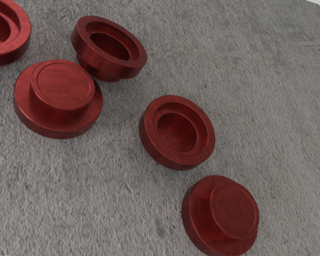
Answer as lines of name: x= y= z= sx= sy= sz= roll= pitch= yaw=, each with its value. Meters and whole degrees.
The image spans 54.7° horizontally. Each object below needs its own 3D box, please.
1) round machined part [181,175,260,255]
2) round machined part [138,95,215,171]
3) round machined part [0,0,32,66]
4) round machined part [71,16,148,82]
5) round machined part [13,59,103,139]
round machined part: x=0.079 y=0.102 z=0.373 sx=0.099 sy=0.042 sz=0.098 roll=14 pitch=56 yaw=-21
round machined part: x=0.018 y=0.009 z=0.397 sx=0.099 sy=0.042 sz=0.098 roll=14 pitch=56 yaw=-21
round machined part: x=-0.201 y=-0.107 z=0.350 sx=0.099 sy=0.042 sz=0.098 roll=14 pitch=56 yaw=-21
round machined part: x=-0.069 y=-0.098 z=0.404 sx=0.099 sy=0.042 sz=0.098 roll=25 pitch=37 yaw=-20
round machined part: x=-0.113 y=-0.040 z=0.356 sx=0.099 sy=0.042 sz=0.098 roll=13 pitch=56 yaw=-21
